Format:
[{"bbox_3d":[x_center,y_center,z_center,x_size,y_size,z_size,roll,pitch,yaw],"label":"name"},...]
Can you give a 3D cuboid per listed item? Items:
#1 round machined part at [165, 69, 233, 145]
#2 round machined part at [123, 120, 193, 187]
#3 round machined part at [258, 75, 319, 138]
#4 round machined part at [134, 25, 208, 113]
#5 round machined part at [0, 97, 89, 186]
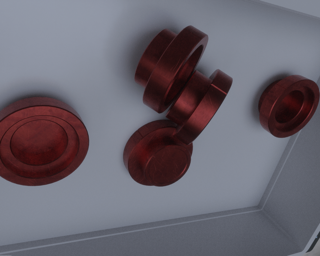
[{"bbox_3d":[0.042,-0.031,0.377,0.042,0.098,0.098,33,102,-2],"label":"round machined part"},{"bbox_3d":[0.003,0.041,0.424,0.099,0.042,0.097,-14,124,-21],"label":"round machined part"},{"bbox_3d":[0.193,-0.037,0.480,0.099,0.042,0.097,-14,124,-21],"label":"round machined part"},{"bbox_3d":[0.008,-0.068,0.338,0.098,0.042,0.098,-55,173,-10],"label":"round machined part"},{"bbox_3d":[-0.130,0.011,0.333,0.099,0.042,0.097,-14,124,-21],"label":"round machined part"}]
